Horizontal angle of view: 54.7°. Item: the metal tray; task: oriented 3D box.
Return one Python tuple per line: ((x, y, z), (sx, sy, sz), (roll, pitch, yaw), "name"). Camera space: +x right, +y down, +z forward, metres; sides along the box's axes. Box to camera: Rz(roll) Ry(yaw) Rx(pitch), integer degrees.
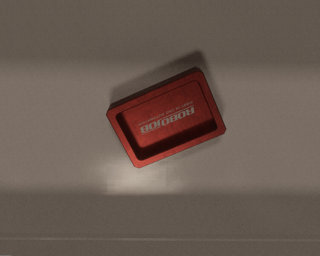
((0.009, -0.012, 0.404), (0.130, 0.030, 0.090), (-23, 109, 8), "metal tray")
